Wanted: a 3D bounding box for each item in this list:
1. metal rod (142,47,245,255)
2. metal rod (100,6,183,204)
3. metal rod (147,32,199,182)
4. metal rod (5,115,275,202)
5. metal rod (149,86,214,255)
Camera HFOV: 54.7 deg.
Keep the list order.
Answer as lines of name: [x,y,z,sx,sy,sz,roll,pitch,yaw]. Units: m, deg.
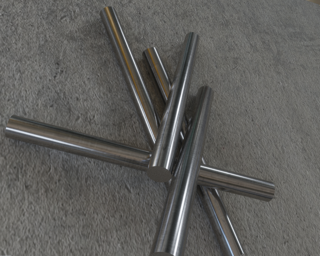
metal rod: [0.036,0.018,0.411,0.025,0.025,0.299,-8,66,-32]
metal rod: [-0.026,-0.043,0.415,0.025,0.025,0.299,-9,66,-32]
metal rod: [0.027,-0.053,0.416,0.025,0.025,0.300,28,42,-11]
metal rod: [-0.012,0.037,0.347,0.302,0.025,0.025,15,55,-10]
metal rod: [0.037,0.022,0.350,0.025,0.025,0.301,34,33,-6]
